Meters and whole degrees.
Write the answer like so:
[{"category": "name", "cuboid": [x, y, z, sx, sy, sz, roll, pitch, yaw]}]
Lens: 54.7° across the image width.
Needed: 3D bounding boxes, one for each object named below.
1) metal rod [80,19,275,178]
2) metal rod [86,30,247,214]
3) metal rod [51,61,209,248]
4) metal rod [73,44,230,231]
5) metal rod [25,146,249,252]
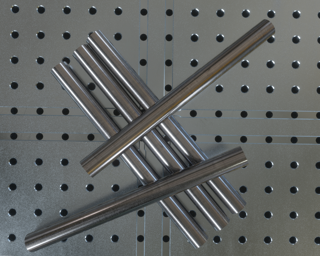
[{"category": "metal rod", "cuboid": [0.028, -0.043, 0.393, 0.301, 0.025, 0.025, -38, 90, -8]}, {"category": "metal rod", "cuboid": [0.009, -0.008, 0.413, 0.025, 0.025, 0.300, -40, 91, 0]}, {"category": "metal rod", "cuboid": [-0.040, 0.036, 0.413, 0.025, 0.025, 0.300, -39, 91, 0]}, {"category": "metal rod", "cuboid": [-0.011, 0.013, 0.413, 0.025, 0.025, 0.300, -39, 91, 0]}, {"category": "metal rod", "cuboid": [-0.035, 0.093, 0.392, 0.301, 0.025, 0.025, -24, 90, 8]}]
